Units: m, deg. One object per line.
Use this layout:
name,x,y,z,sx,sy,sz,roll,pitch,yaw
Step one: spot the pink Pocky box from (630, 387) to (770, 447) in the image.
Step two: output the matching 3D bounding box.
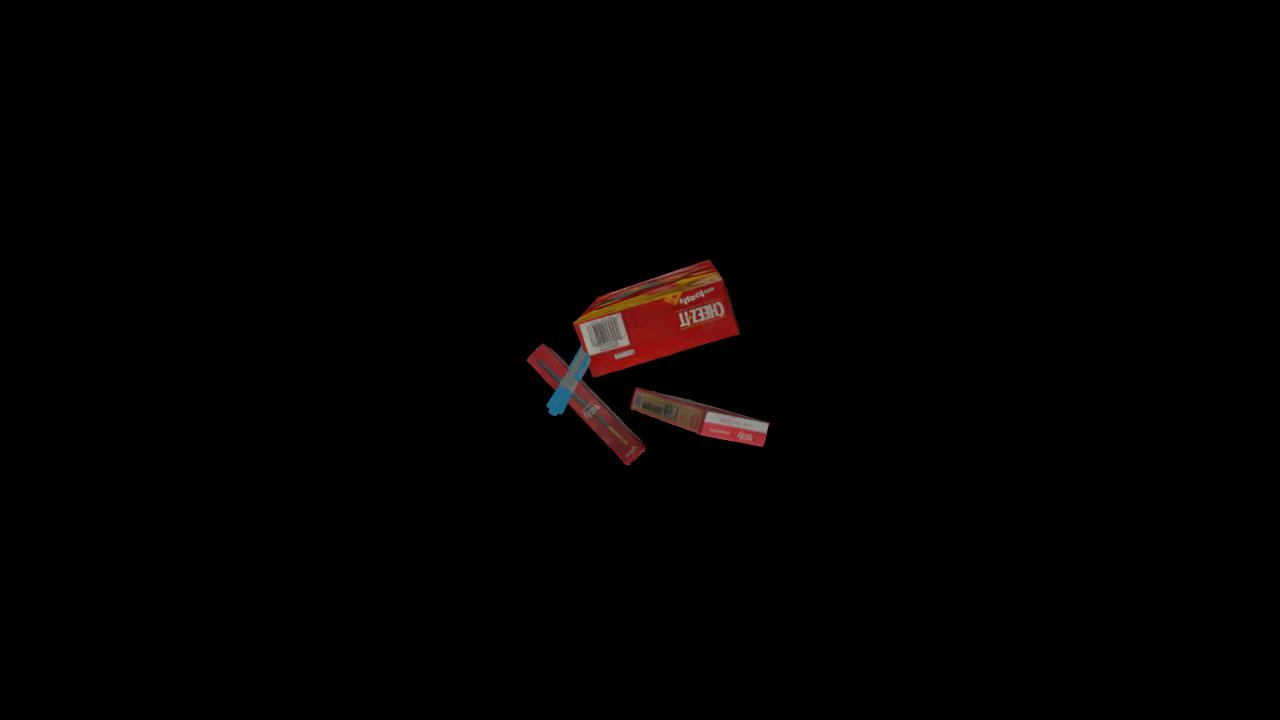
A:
pink Pocky box,0.061,0.061,0.680,0.084,0.029,0.155,14,-1,-29

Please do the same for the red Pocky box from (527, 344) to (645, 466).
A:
red Pocky box,-0.057,0.048,0.668,0.028,0.155,0.083,-44,-2,-4

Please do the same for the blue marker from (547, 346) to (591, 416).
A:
blue marker,-0.064,0.007,0.642,0.020,0.121,0.020,20,-30,12

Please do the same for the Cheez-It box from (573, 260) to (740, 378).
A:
Cheez-It box,0.021,-0.057,0.739,0.166,0.071,0.223,-17,13,6
